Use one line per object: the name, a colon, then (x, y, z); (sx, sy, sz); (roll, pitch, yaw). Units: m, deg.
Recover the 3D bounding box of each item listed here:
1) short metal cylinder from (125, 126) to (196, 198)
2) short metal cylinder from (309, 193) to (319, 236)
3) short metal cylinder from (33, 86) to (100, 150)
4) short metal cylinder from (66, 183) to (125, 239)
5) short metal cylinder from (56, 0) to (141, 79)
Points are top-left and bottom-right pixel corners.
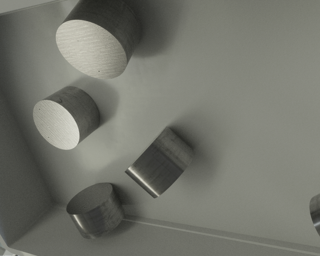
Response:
short metal cylinder: (0.000, 0.043, 0.400); (0.050, 0.080, 0.080); (42, 129, -1)
short metal cylinder: (0.207, 0.097, 0.324); (0.080, 0.080, 0.050); (42, 129, -1)
short metal cylinder: (-0.136, -0.015, 0.455); (0.080, 0.050, 0.079); (13, 124, 21)
short metal cylinder: (-0.106, 0.135, 0.512); (0.080, 0.080, 0.050); (-9, 114, 32)
short metal cylinder: (-0.067, -0.101, 0.347); (0.080, 0.050, 0.080); (13, 146, 9)
